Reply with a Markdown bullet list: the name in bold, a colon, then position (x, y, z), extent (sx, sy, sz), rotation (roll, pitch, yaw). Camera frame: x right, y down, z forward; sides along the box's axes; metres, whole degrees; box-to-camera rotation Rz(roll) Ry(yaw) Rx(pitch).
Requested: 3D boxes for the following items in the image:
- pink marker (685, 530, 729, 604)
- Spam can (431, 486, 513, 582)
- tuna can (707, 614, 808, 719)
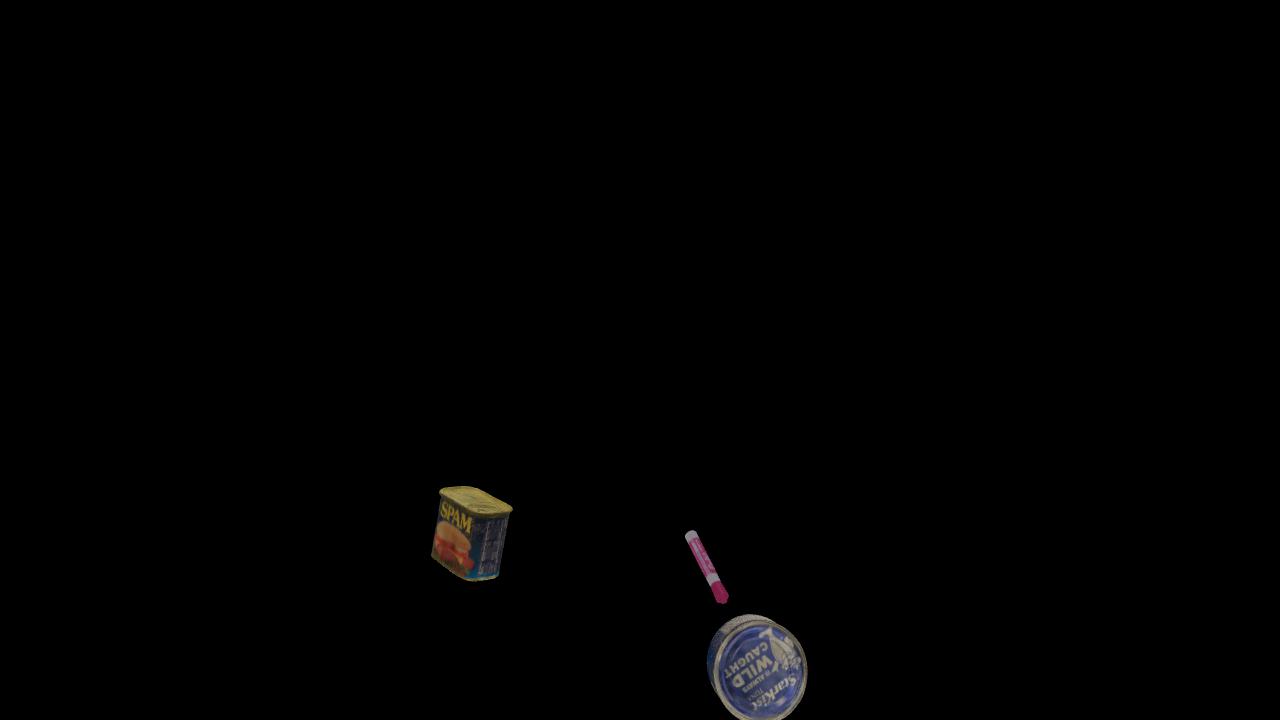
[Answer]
- **pink marker**: position (0.094, 0.290, 0.865), extent (0.020, 0.020, 0.121), rotation (0, 31, -21)
- **Spam can**: position (-0.208, 0.211, 0.755), extent (0.101, 0.085, 0.058), rotation (13, 4, 43)
- **tuna can**: position (0.102, 0.272, 0.544), extent (0.084, 0.084, 0.034), rotation (0, -11, -7)
